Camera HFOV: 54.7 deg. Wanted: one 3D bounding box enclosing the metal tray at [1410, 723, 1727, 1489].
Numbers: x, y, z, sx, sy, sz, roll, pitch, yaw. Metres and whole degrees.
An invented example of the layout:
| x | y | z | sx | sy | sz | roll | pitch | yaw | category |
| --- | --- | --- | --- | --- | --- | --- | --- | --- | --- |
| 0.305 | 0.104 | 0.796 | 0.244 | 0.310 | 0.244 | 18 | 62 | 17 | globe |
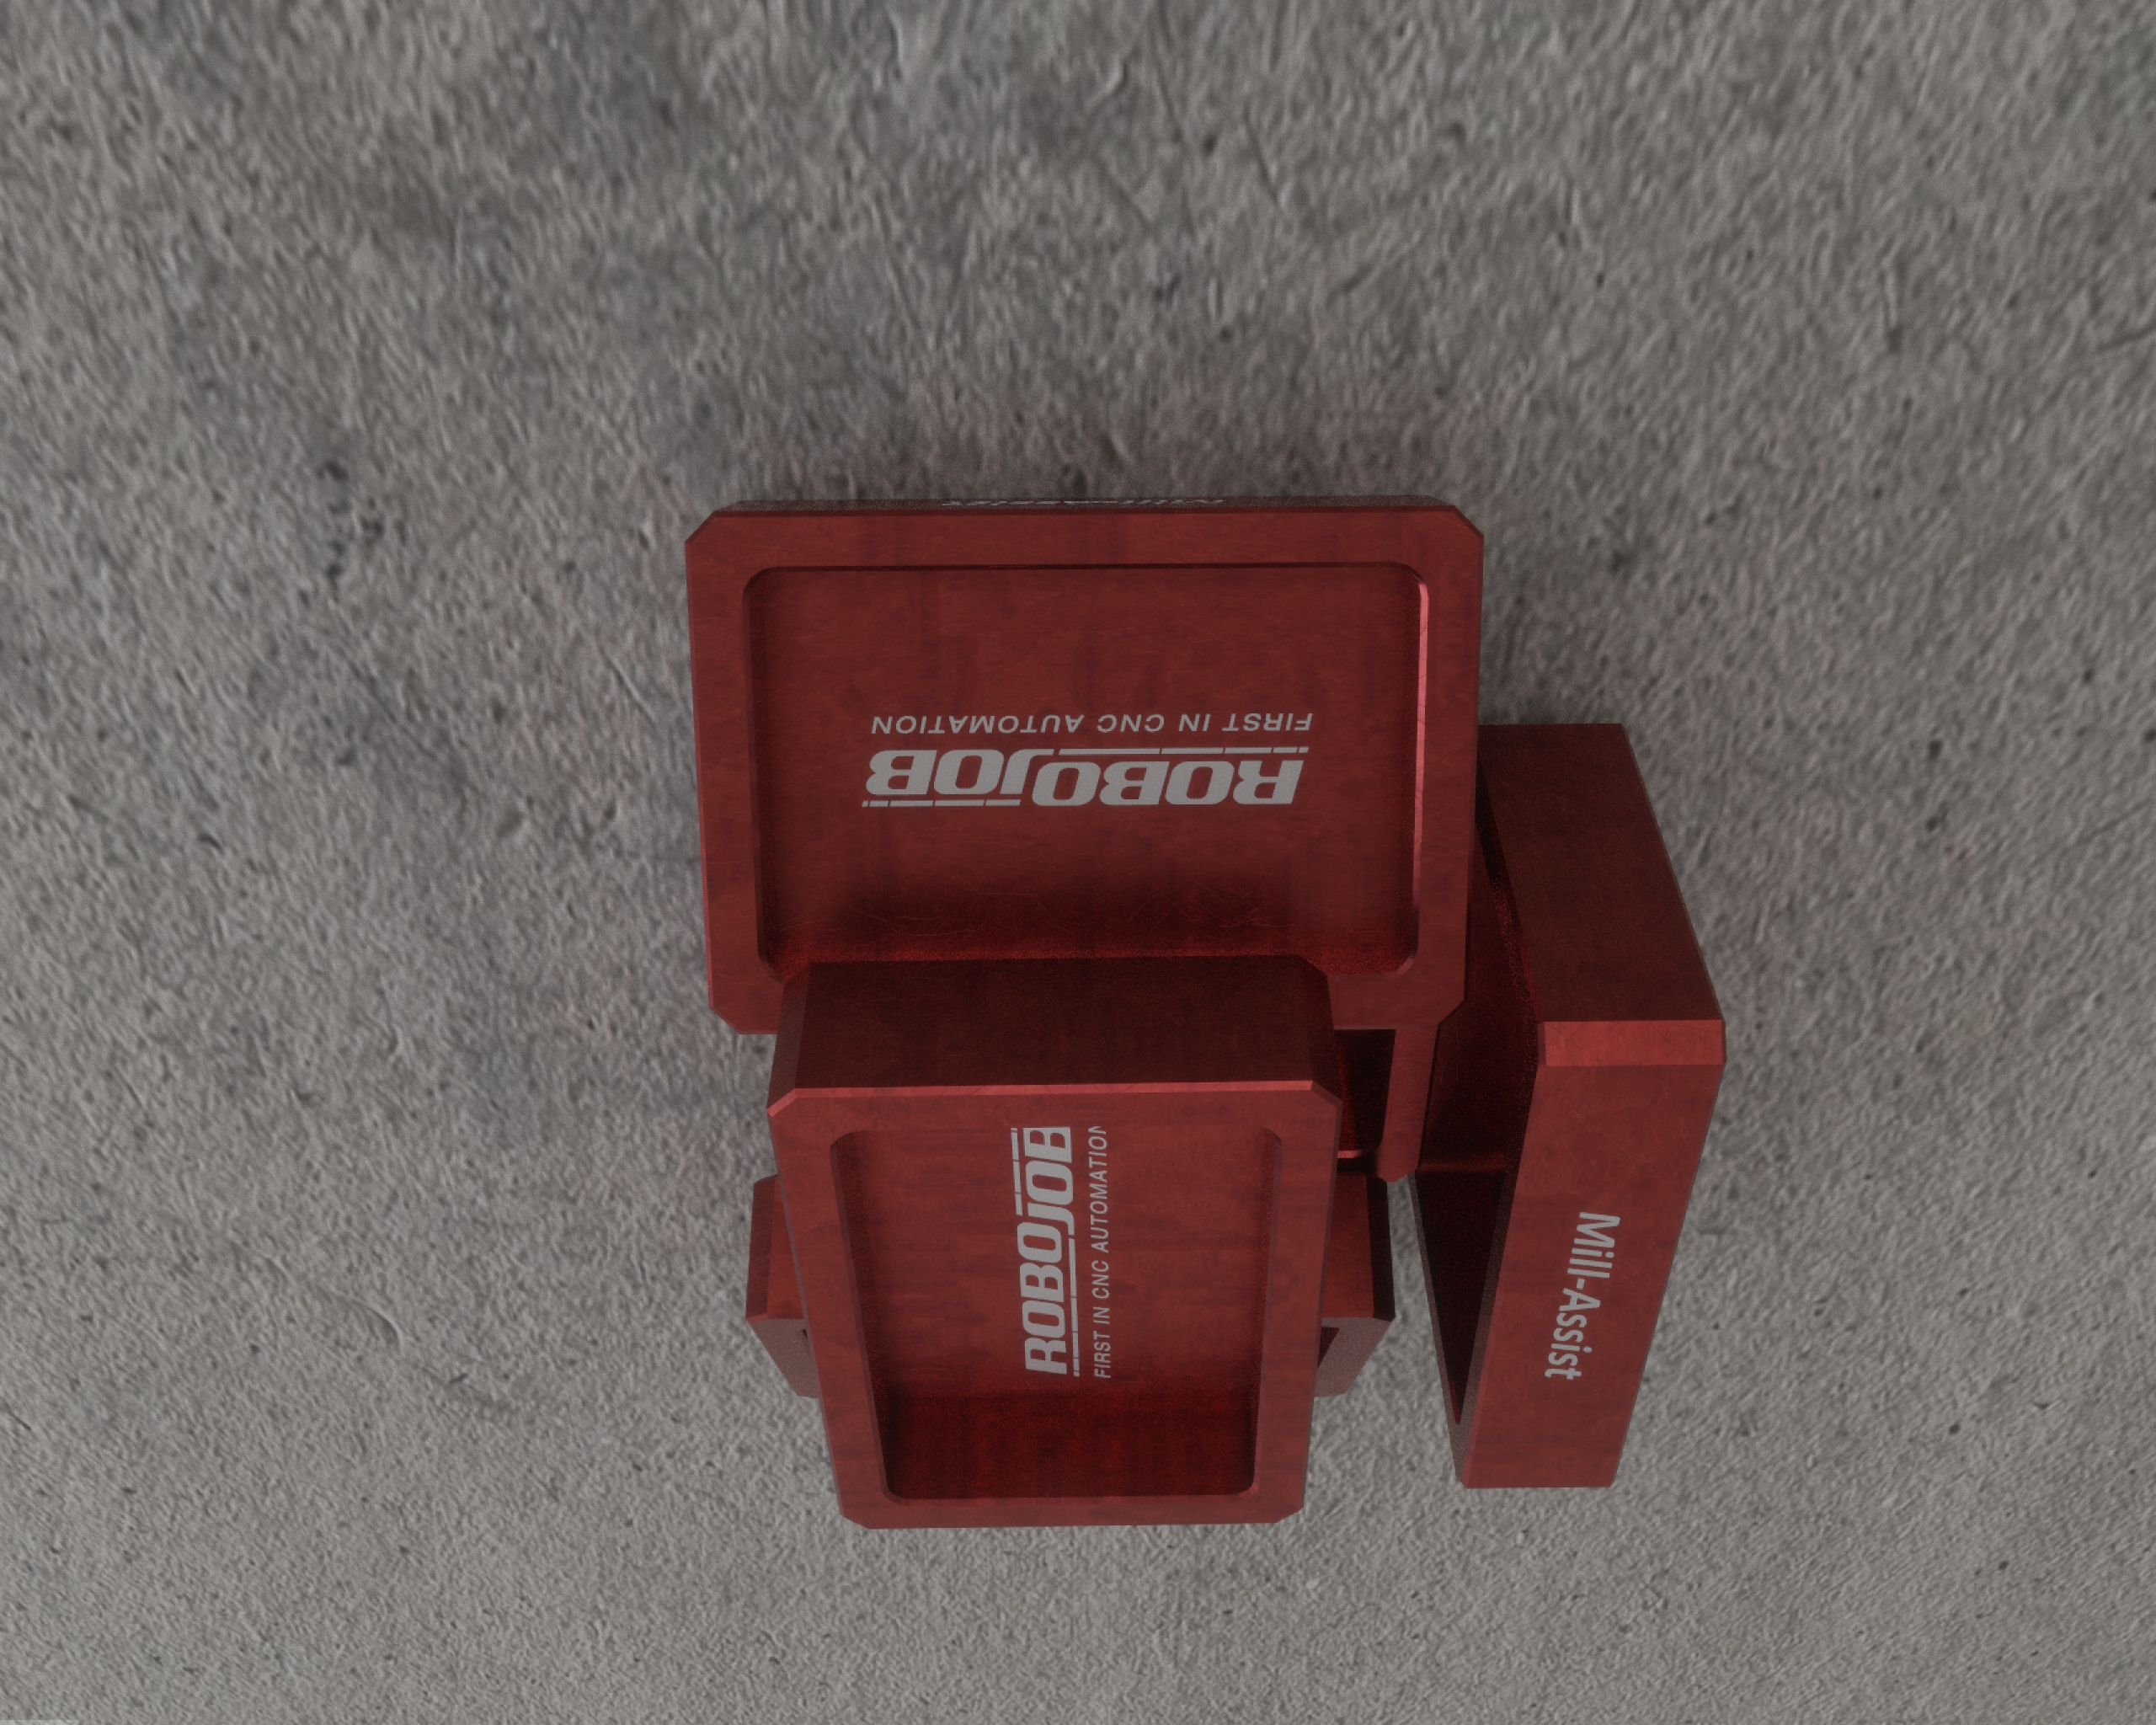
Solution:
| x | y | z | sx | sy | sz | roll | pitch | yaw | category |
| --- | --- | --- | --- | --- | --- | --- | --- | --- | --- |
| 0.090 | 0.049 | 0.406 | 0.030 | 0.090 | 0.129 | -1 | 130 | 0 | metal tray |

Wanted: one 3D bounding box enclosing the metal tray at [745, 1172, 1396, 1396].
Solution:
| x | y | z | sx | sy | sz | roll | pitch | yaw | category |
| --- | --- | --- | --- | --- | --- | --- | --- | --- | --- |
| -0.001 | 0.095 | 0.461 | 0.131 | 0.030 | 0.090 | 0 | 155 | 0 | metal tray |

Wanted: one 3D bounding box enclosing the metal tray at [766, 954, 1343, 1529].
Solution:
| x | y | z | sx | sy | sz | roll | pitch | yaw | category |
| --- | --- | --- | --- | --- | --- | --- | --- | --- | --- |
| -0.002 | 0.073 | 0.377 | 0.091 | 0.030 | 0.129 | -1 | 132 | 0 | metal tray |

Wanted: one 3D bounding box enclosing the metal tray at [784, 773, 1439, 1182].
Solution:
| x | y | z | sx | sy | sz | roll | pitch | yaw | category |
| --- | --- | --- | --- | --- | --- | --- | --- | --- | --- |
| 0.007 | 0.025 | 0.425 | 0.131 | 0.030 | 0.089 | -1 | 130 | 0 | metal tray |

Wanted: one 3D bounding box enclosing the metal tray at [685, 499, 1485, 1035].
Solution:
| x | y | z | sx | sy | sz | roll | pitch | yaw | category |
| --- | --- | --- | --- | --- | --- | --- | --- | --- | --- |
| 0.002 | -0.017 | 0.364 | 0.131 | 0.030 | 0.089 | -1 | 103 | 0 | metal tray |
